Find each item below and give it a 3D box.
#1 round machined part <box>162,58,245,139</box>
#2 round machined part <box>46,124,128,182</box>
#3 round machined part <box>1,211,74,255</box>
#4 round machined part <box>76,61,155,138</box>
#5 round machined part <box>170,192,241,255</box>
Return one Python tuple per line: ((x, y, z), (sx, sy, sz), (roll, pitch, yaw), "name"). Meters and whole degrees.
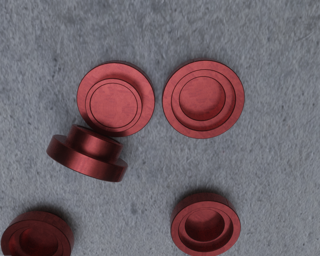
((0.051, -0.039, 0.387), (0.099, 0.042, 0.097), (0, 110, -1), "round machined part")
((-0.084, 0.027, 0.383), (0.098, 0.098, 0.042), (24, 90, -9), "round machined part")
((-0.176, 0.163, 0.459), (0.099, 0.042, 0.097), (0, 110, -1), "round machined part")
((-0.055, -0.033, 0.388), (0.099, 0.042, 0.097), (0, 110, -1), "round machined part")
((0.064, 0.135, 0.452), (0.099, 0.042, 0.097), (0, 110, -1), "round machined part")
